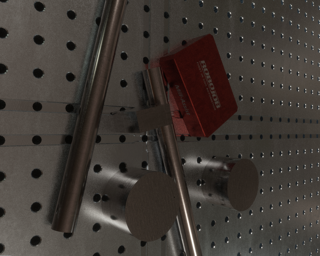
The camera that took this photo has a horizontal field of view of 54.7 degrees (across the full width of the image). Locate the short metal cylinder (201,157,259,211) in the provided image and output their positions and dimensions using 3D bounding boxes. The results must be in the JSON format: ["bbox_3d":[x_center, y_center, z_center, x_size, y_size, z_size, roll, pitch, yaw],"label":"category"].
[{"bbox_3d":[0.111,0.086,0.489,0.081,0.050,0.079,0,90,-40],"label":"short metal cylinder"}]

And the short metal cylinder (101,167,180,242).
[{"bbox_3d":[-0.023,0.090,0.376,0.081,0.050,0.079,0,90,-40],"label":"short metal cylinder"}]

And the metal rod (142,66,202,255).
[{"bbox_3d":[0.022,0.066,0.429,0.025,0.025,0.298,-22,104,-38],"label":"metal rod"}]

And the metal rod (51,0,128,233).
[{"bbox_3d":[-0.073,-0.038,0.348,0.025,0.025,0.299,18,78,-39],"label":"metal rod"}]

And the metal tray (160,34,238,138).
[{"bbox_3d":[0.062,-0.062,0.460,0.091,0.030,0.129,-38,113,-34],"label":"metal tray"}]

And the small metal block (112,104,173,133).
[{"bbox_3d":[-0.022,-0.012,0.377,0.050,0.050,0.025,-16,101,-39],"label":"small metal block"}]
